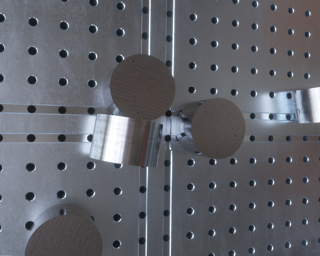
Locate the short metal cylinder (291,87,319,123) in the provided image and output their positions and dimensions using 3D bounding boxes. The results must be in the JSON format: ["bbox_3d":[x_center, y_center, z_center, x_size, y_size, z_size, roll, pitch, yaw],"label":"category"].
[{"bbox_3d":[0.247,-0.039,0.474,0.081,0.080,0.050,-11,94,-20],"label":"short metal cylinder"}]

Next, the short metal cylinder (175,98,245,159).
[{"bbox_3d":[0.068,0.000,0.424,0.081,0.050,0.079,0,90,-20],"label":"short metal cylinder"}]

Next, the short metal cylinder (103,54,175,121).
[{"bbox_3d":[-0.028,-0.048,0.389,0.081,0.050,0.079,0,90,-20],"label":"short metal cylinder"}]

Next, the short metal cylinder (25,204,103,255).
[{"bbox_3d":[-0.111,0.134,0.358,0.081,0.050,0.079,0,90,-20],"label":"short metal cylinder"}]

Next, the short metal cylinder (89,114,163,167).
[{"bbox_3d":[-0.039,0.015,0.369,0.081,0.080,0.050,10,87,-20],"label":"short metal cylinder"}]
